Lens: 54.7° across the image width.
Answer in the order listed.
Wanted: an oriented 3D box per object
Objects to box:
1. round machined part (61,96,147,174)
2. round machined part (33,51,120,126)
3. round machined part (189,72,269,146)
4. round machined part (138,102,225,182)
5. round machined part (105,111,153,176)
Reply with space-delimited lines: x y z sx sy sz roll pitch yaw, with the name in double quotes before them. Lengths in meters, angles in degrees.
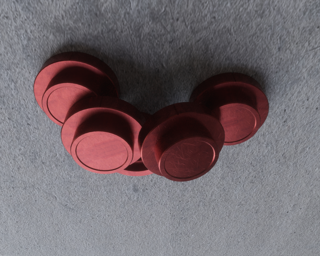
"round machined part" -0.063 0.015 0.354 0.099 0.042 0.097 -1 130 0
"round machined part" -0.098 -0.036 0.364 0.099 0.042 0.097 -1 130 0
"round machined part" 0.086 -0.016 0.384 0.099 0.042 0.097 -1 130 0
"round machined part" 0.027 0.022 0.348 0.099 0.042 0.097 -9 130 -10
"round machined part" -0.032 0.016 0.411 0.099 0.042 0.097 -1 130 0
